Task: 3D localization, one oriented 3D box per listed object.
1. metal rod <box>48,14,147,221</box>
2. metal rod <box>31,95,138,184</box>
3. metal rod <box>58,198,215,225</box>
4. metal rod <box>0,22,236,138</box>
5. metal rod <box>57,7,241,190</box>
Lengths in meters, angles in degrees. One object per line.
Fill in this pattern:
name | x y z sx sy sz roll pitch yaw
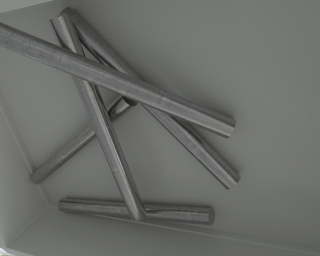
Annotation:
metal rod | -0.074 0.003 0.414 0.025 0.025 0.298 -4 117 29
metal rod | -0.136 0.028 0.494 0.299 0.025 0.025 -35 99 38
metal rod | -0.056 0.138 0.521 0.300 0.025 0.025 -4 116 29
metal rod | -0.056 -0.055 0.354 0.302 0.025 0.025 22 128 -4
metal rod | -0.012 -0.035 0.391 0.300 0.025 0.025 45 129 -4
